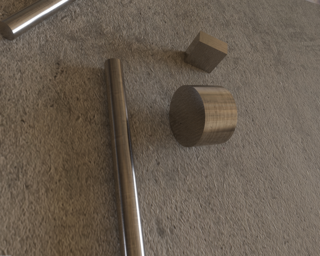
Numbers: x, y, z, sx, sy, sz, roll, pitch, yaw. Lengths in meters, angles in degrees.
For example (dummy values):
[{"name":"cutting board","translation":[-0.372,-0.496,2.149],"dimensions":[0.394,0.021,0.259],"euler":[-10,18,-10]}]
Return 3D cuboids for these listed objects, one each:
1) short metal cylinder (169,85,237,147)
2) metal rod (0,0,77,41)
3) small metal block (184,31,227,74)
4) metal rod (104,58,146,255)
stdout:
[{"name":"short metal cylinder","translation":[0.055,-0.016,0.408],"dimensions":[0.050,0.080,0.080],"euler":[-4,64,-30]},{"name":"metal rod","translation":[-0.120,-0.214,0.469],"dimensions":[0.025,0.025,0.301],"euler":[37,51,-4]},{"name":"small metal block","translation":[0.073,-0.122,0.501],"dimensions":[0.050,0.050,0.025],"euler":[20,54,-16]},{"name":"metal rod","translation":[-0.041,0.044,0.354],"dimensions":[0.025,0.025,0.299],"euler":[5,60,-26]}]
